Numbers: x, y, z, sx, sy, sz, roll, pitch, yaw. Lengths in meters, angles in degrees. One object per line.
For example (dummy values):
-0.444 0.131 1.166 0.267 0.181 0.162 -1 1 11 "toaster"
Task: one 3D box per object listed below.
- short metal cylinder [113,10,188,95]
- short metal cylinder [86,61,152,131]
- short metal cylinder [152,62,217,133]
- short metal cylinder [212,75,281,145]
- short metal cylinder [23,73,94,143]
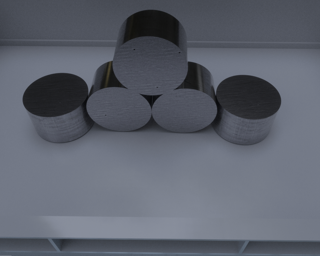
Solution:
-0.010 -0.083 0.347 0.080 0.080 0.050 1 50 1 "short metal cylinder"
-0.050 -0.040 0.400 0.080 0.080 0.050 1 50 1 "short metal cylinder"
0.031 -0.038 0.399 0.080 0.080 0.050 1 50 1 "short metal cylinder"
0.111 -0.025 0.408 0.080 0.050 0.080 0 50 0 "short metal cylinder"
-0.131 -0.027 0.409 0.080 0.050 0.080 0 50 0 "short metal cylinder"
